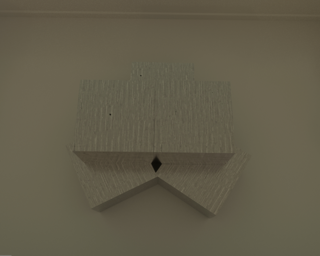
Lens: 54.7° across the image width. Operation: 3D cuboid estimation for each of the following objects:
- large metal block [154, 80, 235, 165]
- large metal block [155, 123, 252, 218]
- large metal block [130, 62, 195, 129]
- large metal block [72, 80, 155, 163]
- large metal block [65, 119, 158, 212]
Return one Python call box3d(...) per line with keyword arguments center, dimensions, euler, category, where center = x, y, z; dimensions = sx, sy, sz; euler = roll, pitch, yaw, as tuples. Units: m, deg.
box3d(center=(0.035, -0.005, 0.342), dimensions=(0.080, 0.050, 0.080), euler=(1, 70, 0), category="large metal block")
box3d(center=(0.050, 0.051, 0.375), dimensions=(0.080, 0.050, 0.080), euler=(32, 73, 11), category="large metal block")
box3d(center=(0.003, -0.039, 0.409), dimensions=(0.080, 0.050, 0.080), euler=(2, 70, 0), category="large metal block")
box3d(center=(-0.046, -0.006, 0.343), dimensions=(0.080, 0.050, 0.080), euler=(1, 70, 0), category="large metal block")
box3d(center=(-0.057, 0.046, 0.377), dimensions=(0.080, 0.050, 0.080), euler=(-25, 72, -9), category="large metal block")
